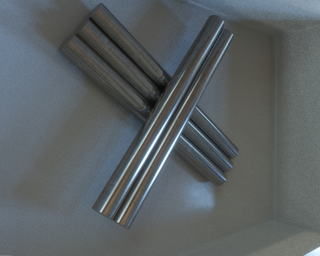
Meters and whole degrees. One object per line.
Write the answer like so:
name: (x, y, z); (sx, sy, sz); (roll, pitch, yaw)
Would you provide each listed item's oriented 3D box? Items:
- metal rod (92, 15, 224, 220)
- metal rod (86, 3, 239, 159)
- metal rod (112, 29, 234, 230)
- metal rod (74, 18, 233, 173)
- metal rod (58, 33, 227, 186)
metal rod: (0.010, -0.030, 0.380); (0.025, 0.025, 0.300); (45, 63, -31)
metal rod: (0.022, -0.045, 0.423); (0.300, 0.025, 0.025); (42, 65, -32)
metal rod: (0.025, -0.016, 0.393); (0.025, 0.025, 0.300); (45, 63, -31)
metal rod: (0.010, -0.024, 0.413); (0.300, 0.025, 0.025); (42, 65, -32)
metal rod: (-0.002, -0.005, 0.402); (0.300, 0.025, 0.025); (42, 65, -32)
